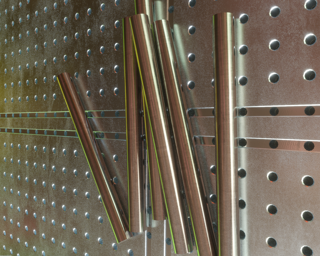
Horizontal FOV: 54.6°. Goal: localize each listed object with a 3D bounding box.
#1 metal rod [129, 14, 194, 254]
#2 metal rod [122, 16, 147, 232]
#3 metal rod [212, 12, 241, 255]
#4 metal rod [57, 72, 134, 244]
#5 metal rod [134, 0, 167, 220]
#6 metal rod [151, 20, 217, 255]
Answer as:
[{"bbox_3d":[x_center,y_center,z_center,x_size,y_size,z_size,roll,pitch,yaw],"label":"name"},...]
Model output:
[{"bbox_3d":[0.001,0.005,0.391,0.025,0.025,0.299,-13,87,39],"label":"metal rod"},{"bbox_3d":[-0.036,-0.006,0.440,0.025,0.025,0.298,-3,88,40],"label":"metal rod"},{"bbox_3d":[0.075,0.023,0.348,0.025,0.025,0.298,-2,89,40],"label":"metal rod"},{"bbox_3d":[-0.110,0.036,0.501,0.025,0.025,0.299,-39,66,33],"label":"metal rod"},{"bbox_3d":[-0.011,-0.030,0.419,0.025,0.025,0.299,-8,85,40],"label":"metal rod"},{"bbox_3d":[0.029,0.008,0.386,0.025,0.025,0.299,-19,78,38],"label":"metal rod"}]
